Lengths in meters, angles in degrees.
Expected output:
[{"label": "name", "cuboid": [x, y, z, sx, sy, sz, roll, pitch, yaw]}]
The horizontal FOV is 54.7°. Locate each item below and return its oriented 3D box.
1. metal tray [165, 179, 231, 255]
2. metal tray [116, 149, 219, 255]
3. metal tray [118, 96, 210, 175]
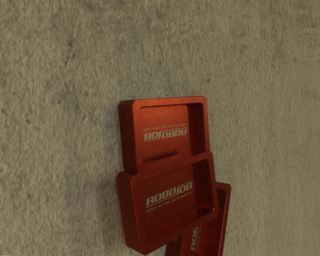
[{"label": "metal tray", "cuboid": [0.058, 0.141, 0.452, 0.091, 0.030, 0.129, 16, 80, -39]}, {"label": "metal tray", "cuboid": [0.015, 0.083, 0.376, 0.131, 0.030, 0.089, -13, 98, -39]}, {"label": "metal tray", "cuboid": [0.011, 0.005, 0.412, 0.131, 0.030, 0.089, -8, 95, -40]}]
